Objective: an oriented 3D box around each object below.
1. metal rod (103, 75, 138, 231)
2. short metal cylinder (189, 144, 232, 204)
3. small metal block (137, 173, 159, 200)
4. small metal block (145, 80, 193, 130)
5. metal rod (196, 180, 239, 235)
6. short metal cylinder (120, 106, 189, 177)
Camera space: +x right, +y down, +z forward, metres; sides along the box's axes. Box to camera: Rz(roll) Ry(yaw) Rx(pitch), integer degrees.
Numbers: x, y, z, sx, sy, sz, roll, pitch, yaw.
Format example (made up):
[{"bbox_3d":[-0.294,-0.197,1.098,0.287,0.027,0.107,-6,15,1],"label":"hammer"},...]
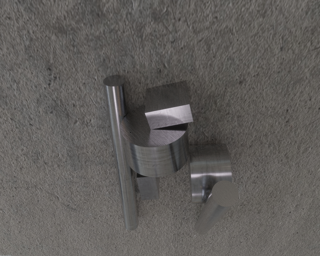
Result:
[{"bbox_3d":[-0.052,0.059,0.456,0.025,0.025,0.298,-1,130,0],"label":"metal rod"},{"bbox_3d":[0.066,0.062,0.425,0.050,0.080,0.080,-4,130,3],"label":"short metal cylinder"},{"bbox_3d":[-0.016,0.068,0.449,0.025,0.050,0.050,-5,130,4],"label":"small metal block"},{"bbox_3d":[0.011,-0.028,0.367,0.050,0.050,0.025,-11,129,9],"label":"small metal block"},{"bbox_3d":[0.069,0.122,0.429,0.025,0.025,0.299,-3,156,2],"label":"metal rod"},{"bbox_3d":[-0.005,0.014,0.383,0.080,0.080,0.050,-4,130,3],"label":"short metal cylinder"}]
